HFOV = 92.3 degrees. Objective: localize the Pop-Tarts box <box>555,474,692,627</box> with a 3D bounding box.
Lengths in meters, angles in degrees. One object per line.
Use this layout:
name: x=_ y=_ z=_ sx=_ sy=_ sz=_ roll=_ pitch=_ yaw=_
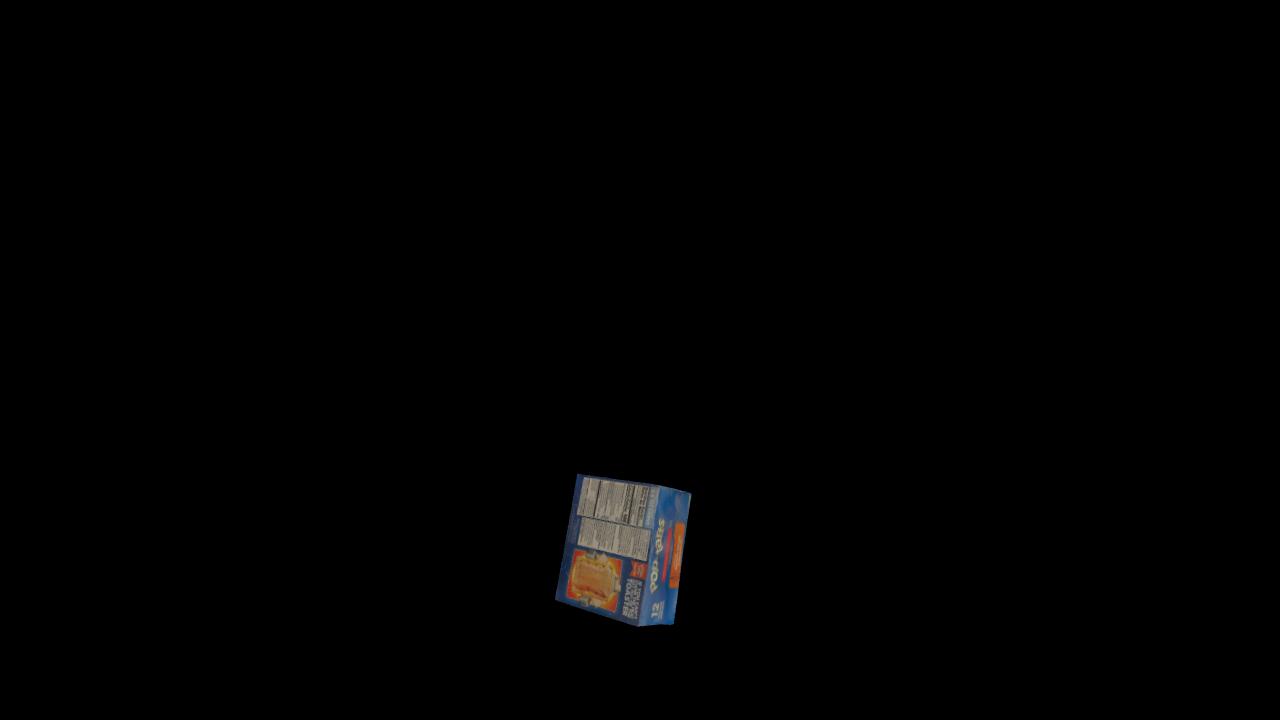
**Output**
Pop-Tarts box: x=-0.021 y=0.244 z=0.807 sx=0.141 sy=0.167 sz=0.083 roll=-1 pitch=-15 yaw=37
